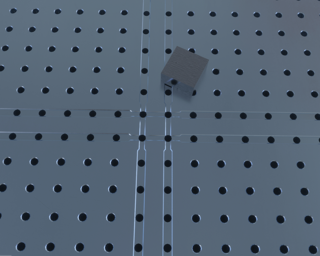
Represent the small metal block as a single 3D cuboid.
[{"bbox_3d":[0.035,-0.082,0.442,0.050,0.025,0.050,26,72,8],"label":"small metal block"}]
